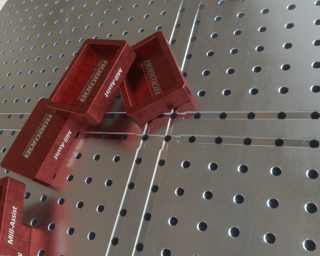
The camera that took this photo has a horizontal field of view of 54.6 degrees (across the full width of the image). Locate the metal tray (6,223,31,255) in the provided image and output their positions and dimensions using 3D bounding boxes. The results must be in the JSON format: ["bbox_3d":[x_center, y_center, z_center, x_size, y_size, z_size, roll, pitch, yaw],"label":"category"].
[{"bbox_3d":[-0.218,0.197,0.400,0.090,0.030,0.130,-21,54,15],"label":"metal tray"}]

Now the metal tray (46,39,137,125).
[{"bbox_3d":[-0.102,-0.073,0.465,0.090,0.030,0.130,13,68,33],"label":"metal tray"}]

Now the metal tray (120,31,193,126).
[{"bbox_3d":[-0.015,-0.077,0.461,0.090,0.030,0.130,-27,52,11],"label":"metal tray"}]

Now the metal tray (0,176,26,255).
[{"bbox_3d":[-0.226,0.138,0.401,0.090,0.030,0.130,-22,53,15],"label":"metal tray"}]

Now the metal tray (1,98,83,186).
[{"bbox_3d":[-0.184,0.018,0.492,0.090,0.030,0.130,11,67,33],"label":"metal tray"}]
